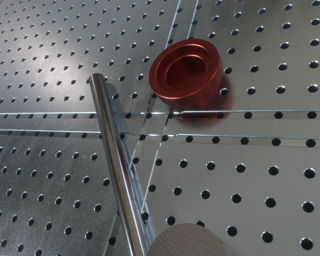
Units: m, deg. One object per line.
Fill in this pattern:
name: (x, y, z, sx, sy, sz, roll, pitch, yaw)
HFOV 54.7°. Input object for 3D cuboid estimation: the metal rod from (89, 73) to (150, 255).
metal rod: (-0.062, 0.030, 0.420, 0.025, 0.025, 0.299, -29, 52, 10)

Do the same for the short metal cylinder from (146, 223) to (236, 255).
short metal cylinder: (0.032, 0.136, 0.291, 0.080, 0.050, 0.080, -13, 56, 20)

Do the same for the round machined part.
round machined part: (0.038, -0.070, 0.419, 0.098, 0.042, 0.098, -13, 56, 20)
